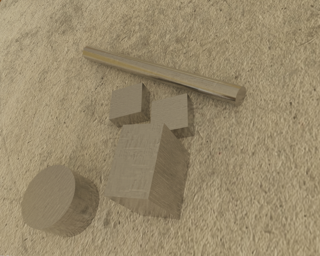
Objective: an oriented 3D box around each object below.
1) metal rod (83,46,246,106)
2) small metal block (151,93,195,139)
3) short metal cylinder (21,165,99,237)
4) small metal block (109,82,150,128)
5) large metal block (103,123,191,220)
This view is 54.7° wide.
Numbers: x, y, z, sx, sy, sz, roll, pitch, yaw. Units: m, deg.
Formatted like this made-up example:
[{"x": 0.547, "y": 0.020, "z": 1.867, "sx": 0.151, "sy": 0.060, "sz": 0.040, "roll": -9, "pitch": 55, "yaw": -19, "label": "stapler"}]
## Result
[{"x": -0.014, "y": -0.086, "z": 0.462, "sx": 0.300, "sy": 0.025, "sz": 0.025, "roll": 23, "pitch": 74, "yaw": 36, "label": "metal rod"}, {"x": 0.016, "y": -0.013, "z": 0.402, "sx": 0.050, "sy": 0.025, "sz": 0.050, "roll": -12, "pitch": 57, "yaw": 21, "label": "small metal block"}, {"x": -0.126, "y": 0.093, "z": 0.395, "sx": 0.080, "sy": 0.050, "sz": 0.080, "roll": -13, "pitch": 56, "yaw": 20, "label": "short metal cylinder"}, {"x": -0.043, "y": -0.032, "z": 0.445, "sx": 0.050, "sy": 0.025, "sz": 0.050, "roll": -13, "pitch": 56, "yaw": 20, "label": "small metal block"}, {"x": -0.009, "y": 0.049, "z": 0.342, "sx": 0.050, "sy": 0.080, "sz": 0.080, "roll": -2, "pitch": 61, "yaw": 27, "label": "large metal block"}]
